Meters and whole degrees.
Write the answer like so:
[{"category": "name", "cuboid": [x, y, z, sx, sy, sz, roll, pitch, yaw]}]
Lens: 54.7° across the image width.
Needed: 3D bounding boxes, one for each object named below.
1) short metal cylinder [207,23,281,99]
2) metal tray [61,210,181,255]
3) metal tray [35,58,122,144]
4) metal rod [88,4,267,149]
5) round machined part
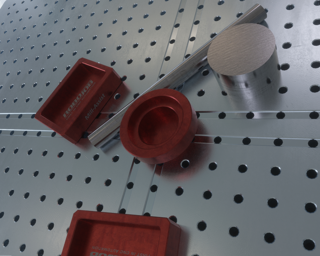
[{"category": "short metal cylinder", "cuboid": [0.106, -0.083, 0.388, 0.080, 0.050, 0.080, -13, 56, 21]}, {"category": "metal tray", "cuboid": [-0.048, 0.143, 0.342, 0.130, 0.030, 0.090, -3, 60, 26]}, {"category": "metal tray", "cuboid": [-0.133, -0.048, 0.504, 0.090, 0.030, 0.130, 25, 75, 36]}, {"category": "metal rod", "cuboid": [0.023, -0.072, 0.440, 0.300, 0.025, 0.025, -38, 51, 2]}, {"category": "round machined part", "cuboid": [0.001, 0.001, 0.396, 0.098, 0.042, 0.098, -13, 56, 21]}]
